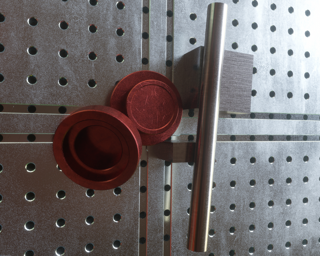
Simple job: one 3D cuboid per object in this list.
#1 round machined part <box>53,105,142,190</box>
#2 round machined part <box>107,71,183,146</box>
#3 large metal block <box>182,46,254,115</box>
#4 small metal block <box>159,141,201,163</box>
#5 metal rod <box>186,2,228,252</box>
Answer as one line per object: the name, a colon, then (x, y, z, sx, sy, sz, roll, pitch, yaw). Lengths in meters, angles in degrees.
round machined part: (-0.069, 0.020, 0.363, 0.099, 0.042, 0.097, 2, 109, 6)
round machined part: (-0.015, -0.025, 0.398, 0.099, 0.042, 0.097, 0, 90, -20)
large metal block: (0.078, -0.062, 0.428, 0.081, 0.050, 0.080, 4, 89, -20)
small metal block: (0.031, 0.030, 0.411, 0.050, 0.050, 0.025, 0, 90, -20)
metal rod: (0.058, -0.002, 0.380, 0.025, 0.025, 0.298, 6, 88, -20)
